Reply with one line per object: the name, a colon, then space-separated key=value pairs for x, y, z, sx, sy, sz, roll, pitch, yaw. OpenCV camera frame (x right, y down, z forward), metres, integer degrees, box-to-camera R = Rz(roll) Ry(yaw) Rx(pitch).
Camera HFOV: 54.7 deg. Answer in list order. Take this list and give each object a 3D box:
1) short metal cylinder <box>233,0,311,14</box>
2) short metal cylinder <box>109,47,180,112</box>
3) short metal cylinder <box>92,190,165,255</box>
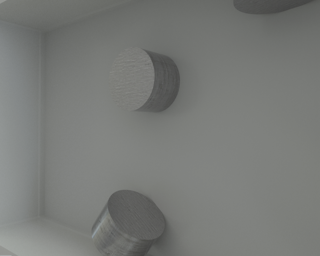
short metal cylinder: x=0.106 y=-0.145 z=0.283 sx=0.080 sy=0.081 sz=0.050 roll=-7 pitch=86 yaw=39
short metal cylinder: x=-0.021 y=-0.061 z=0.406 sx=0.080 sy=0.050 sz=0.079 roll=0 pitch=90 yaw=39
short metal cylinder: x=-0.041 y=0.127 z=0.403 sx=0.080 sy=0.081 sz=0.050 roll=46 pitch=117 yaw=30
